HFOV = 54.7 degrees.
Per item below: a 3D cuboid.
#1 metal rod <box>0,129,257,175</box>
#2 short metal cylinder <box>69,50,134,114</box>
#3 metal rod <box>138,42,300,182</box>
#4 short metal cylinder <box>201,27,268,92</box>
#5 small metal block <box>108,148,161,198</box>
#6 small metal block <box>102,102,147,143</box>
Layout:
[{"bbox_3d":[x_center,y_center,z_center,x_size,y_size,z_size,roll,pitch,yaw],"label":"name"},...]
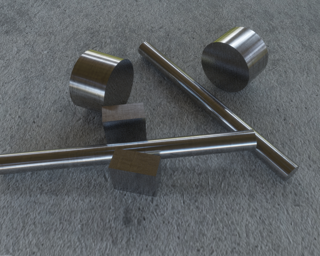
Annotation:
[{"bbox_3d":[-0.040,0.029,0.366,0.302,0.025,0.025,-6,50,0],"label":"metal rod"},{"bbox_3d":[-0.076,-0.060,0.417,0.050,0.080,0.080,19,53,15],"label":"short metal cylinder"},{"bbox_3d":[0.064,-0.039,0.436,0.025,0.025,0.300,-30,56,-22],"label":"metal rod"},{"bbox_3d":[0.108,-0.099,0.451,0.080,0.080,0.050,35,58,25],"label":"short metal cylinder"},{"bbox_3d":[-0.026,0.050,0.344,0.050,0.050,0.025,9,53,7],"label":"small metal block"},{"bbox_3d":[-0.044,-0.003,0.389,0.050,0.050,0.025,-6,51,-5],"label":"small metal block"}]
